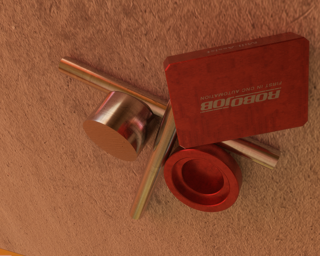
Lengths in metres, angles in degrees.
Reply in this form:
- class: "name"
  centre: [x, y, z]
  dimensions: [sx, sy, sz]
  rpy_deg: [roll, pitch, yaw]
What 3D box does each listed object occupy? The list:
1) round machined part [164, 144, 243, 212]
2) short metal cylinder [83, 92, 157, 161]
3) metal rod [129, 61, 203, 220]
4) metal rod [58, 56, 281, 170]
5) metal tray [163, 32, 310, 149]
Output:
- class: "round machined part"
  centre: [0.058, 0.058, 0.403]
  dimensions: [0.098, 0.042, 0.097]
  rpy_deg: [13, 124, 21]
- class: "short metal cylinder"
  centre: [-0.051, -0.001, 0.402]
  dimensions: [0.080, 0.050, 0.080]
  rpy_deg: [25, 151, 15]
- class: "metal rod"
  centre: [-0.003, 0.041, 0.412]
  dimensions: [0.025, 0.025, 0.298]
  rpy_deg: [29, 135, 9]
- class: "metal rod"
  centre: [0.002, -0.024, 0.393]
  dimensions: [0.301, 0.025, 0.025]
  rpy_deg: [25, 127, 12]
- class: "metal tray"
  centre: [0.076, -0.036, 0.307]
  dimensions: [0.131, 0.030, 0.089]
  rpy_deg: [-11, 116, 2]
